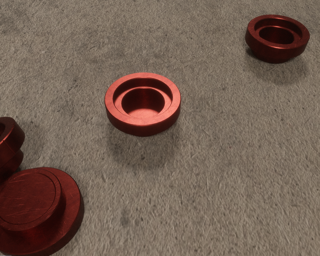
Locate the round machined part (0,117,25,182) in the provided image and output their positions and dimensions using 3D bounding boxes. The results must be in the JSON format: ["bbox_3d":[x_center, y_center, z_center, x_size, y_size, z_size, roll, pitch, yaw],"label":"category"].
[{"bbox_3d":[-0.195,0.034,0.346,0.098,0.042,0.098,-16,33,12],"label":"round machined part"}]

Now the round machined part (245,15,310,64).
[{"bbox_3d":[0.191,-0.144,0.516,0.099,0.042,0.098,0,50,0],"label":"round machined part"}]

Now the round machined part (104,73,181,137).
[{"bbox_3d":[-0.022,-0.027,0.414,0.099,0.042,0.098,0,50,0],"label":"round machined part"}]

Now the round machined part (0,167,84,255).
[{"bbox_3d":[-0.132,0.081,0.322,0.099,0.042,0.098,0,50,0],"label":"round machined part"}]
